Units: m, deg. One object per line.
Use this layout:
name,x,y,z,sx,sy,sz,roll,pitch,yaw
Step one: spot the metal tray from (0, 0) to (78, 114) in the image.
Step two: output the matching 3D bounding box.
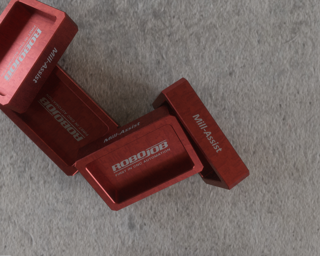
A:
metal tray,-0.173,-0.094,0.383,0.090,0.030,0.130,28,83,20

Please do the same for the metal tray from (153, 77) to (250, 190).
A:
metal tray,0.044,0.010,0.376,0.030,0.090,0.130,-34,91,-11

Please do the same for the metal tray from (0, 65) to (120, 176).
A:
metal tray,-0.127,-0.013,0.405,0.090,0.030,0.130,-45,91,0

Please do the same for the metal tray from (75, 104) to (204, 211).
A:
metal tray,-0.024,0.039,0.379,0.130,0.030,0.090,-27,118,7
